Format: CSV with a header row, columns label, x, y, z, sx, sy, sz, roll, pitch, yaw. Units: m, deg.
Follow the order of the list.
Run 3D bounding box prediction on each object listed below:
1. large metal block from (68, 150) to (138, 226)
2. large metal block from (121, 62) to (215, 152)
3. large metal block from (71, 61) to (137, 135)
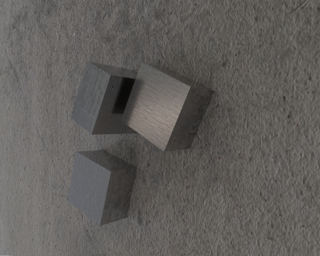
label,x,y,z,sx,sy,sz,roll,pitch,yaw
large metal block,-0.087,0.084,0.461,0.080,0.050,0.079,21,103,38
large metal block,0.007,-0.027,0.383,0.080,0.050,0.079,34,111,35
large metal block,-0.063,-0.039,0.421,0.050,0.081,0.079,33,111,35
